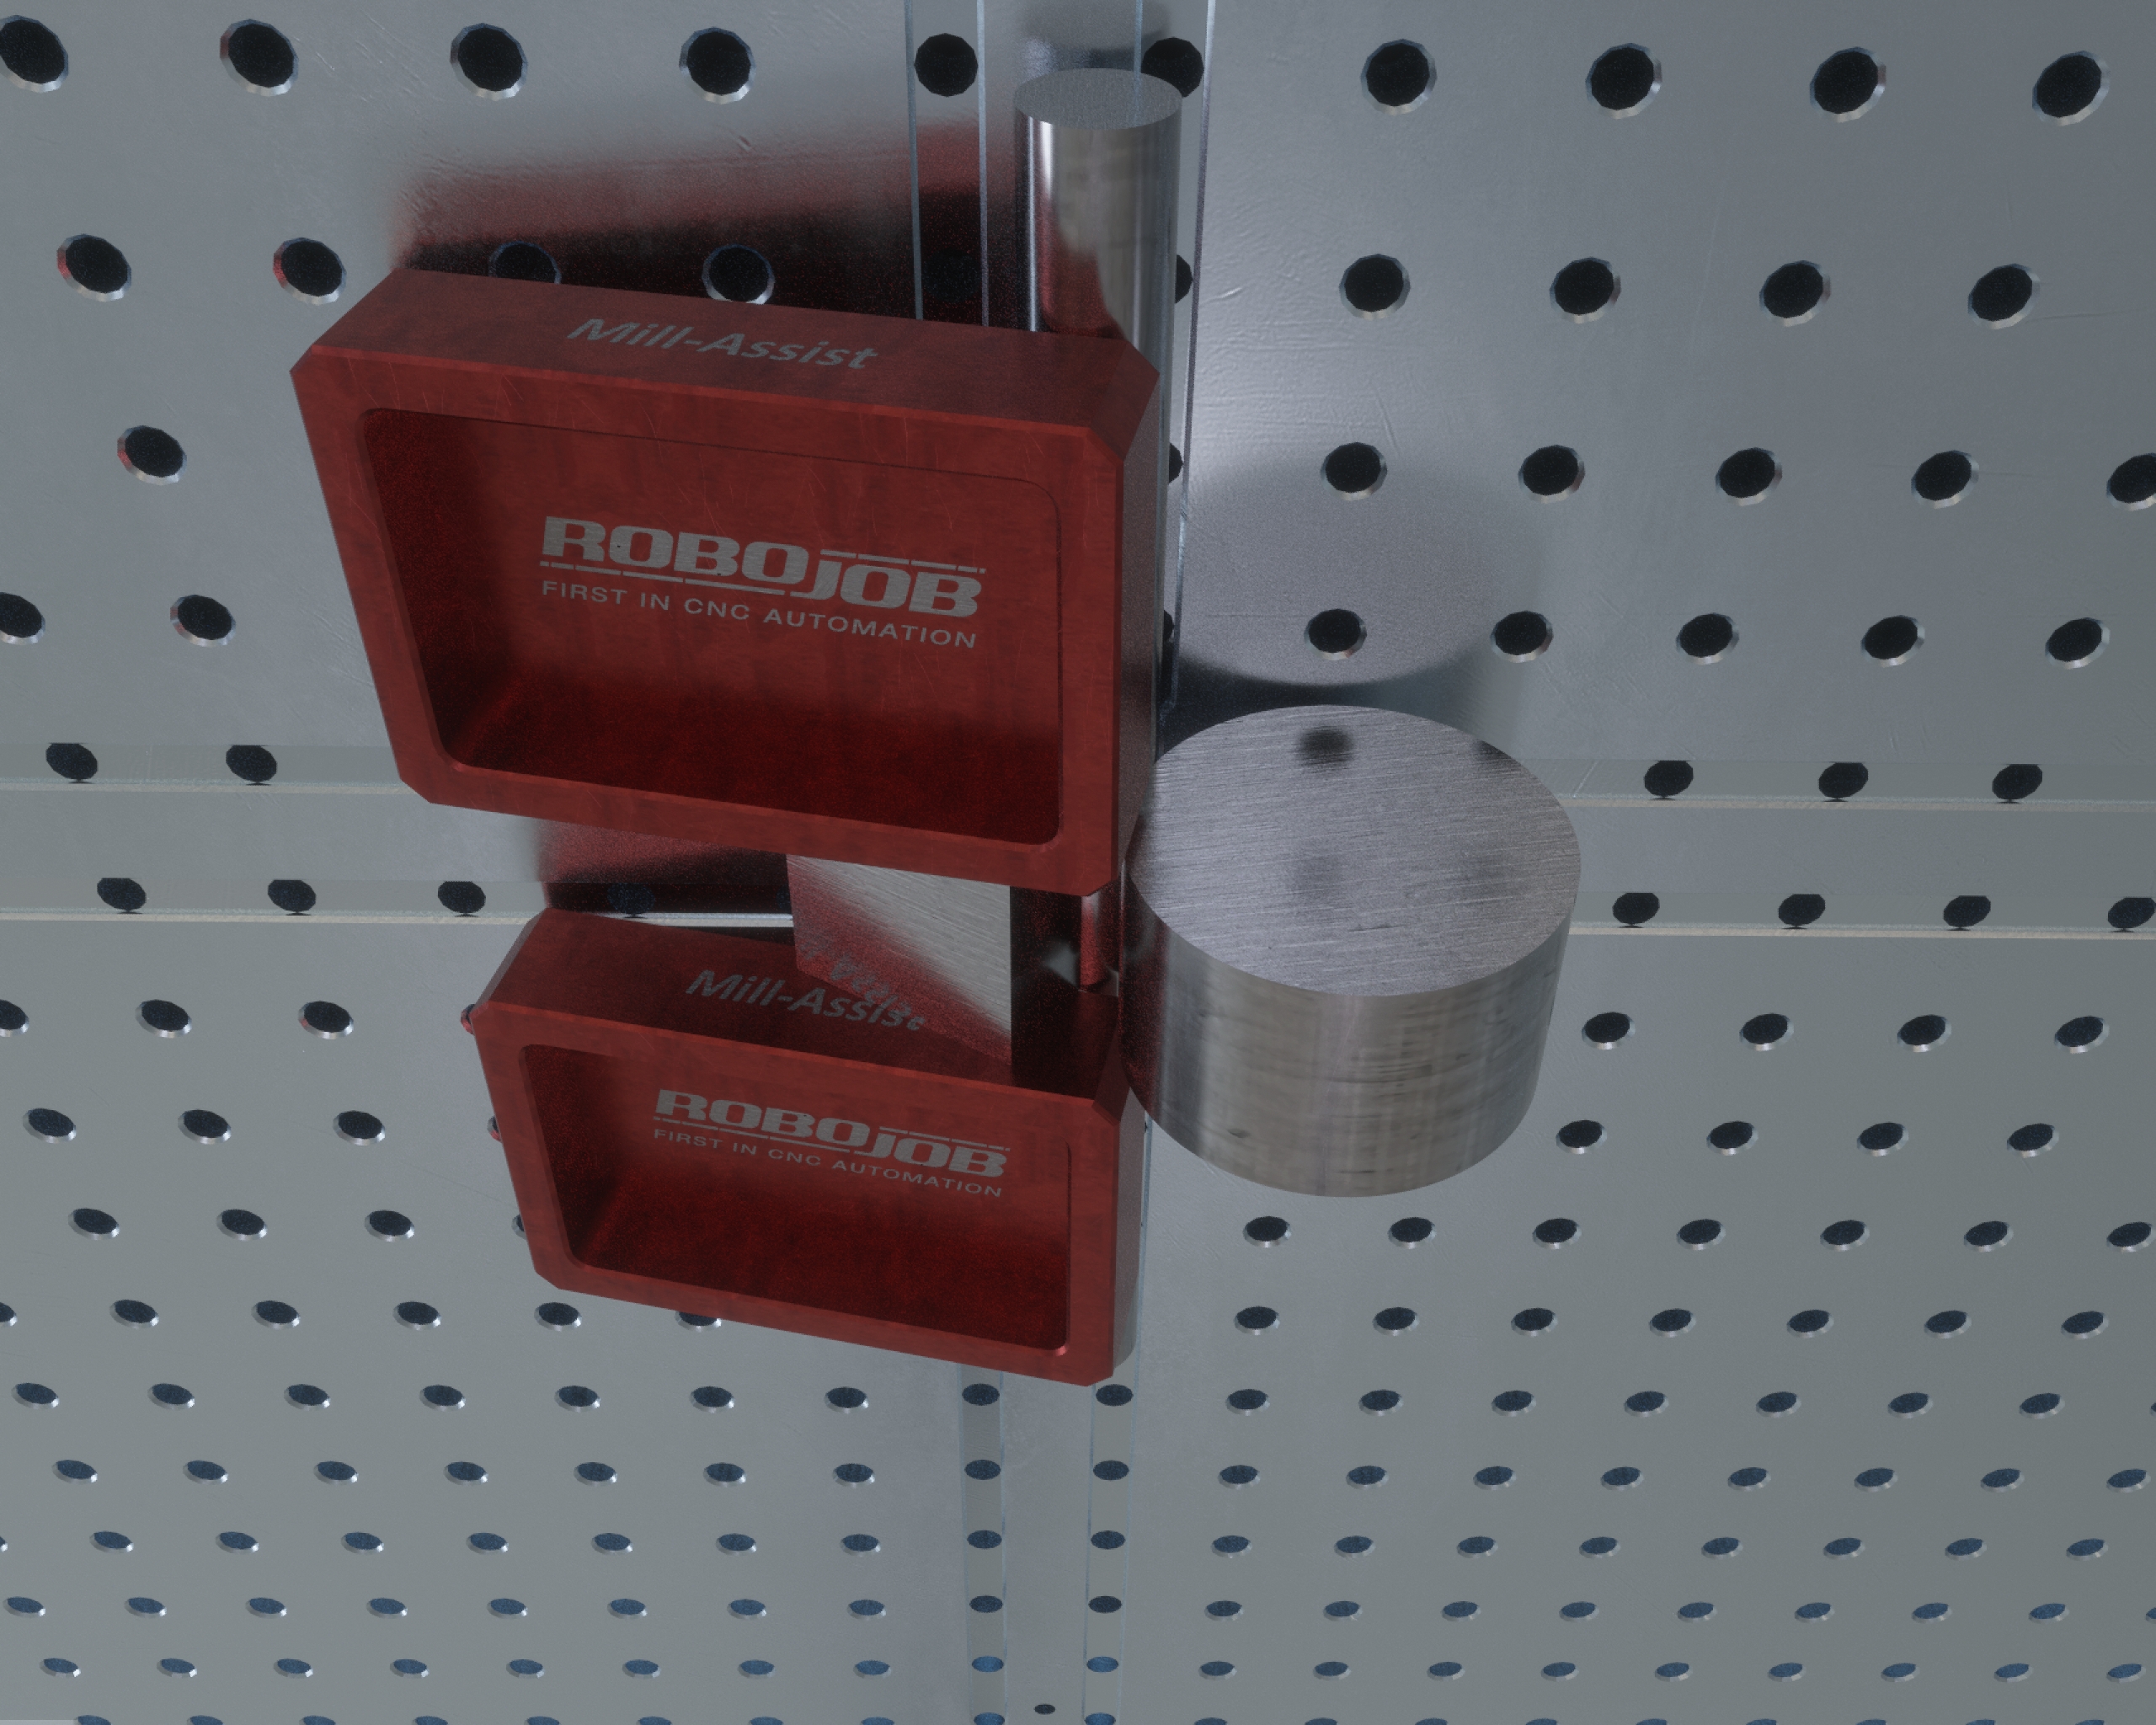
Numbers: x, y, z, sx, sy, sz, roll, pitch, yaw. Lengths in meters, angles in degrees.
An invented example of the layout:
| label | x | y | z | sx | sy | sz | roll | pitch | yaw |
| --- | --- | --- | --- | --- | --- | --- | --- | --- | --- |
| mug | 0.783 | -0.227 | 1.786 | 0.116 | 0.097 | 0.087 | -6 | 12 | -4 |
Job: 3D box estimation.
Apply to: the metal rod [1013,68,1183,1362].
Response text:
| label | x | y | z | sx | sy | sz | roll | pitch | yaw |
| --- | --- | --- | --- | --- | --- | --- | --- | --- | --- |
| metal rod | 0.002 | 0.000 | 0.406 | 0.025 | 0.025 | 0.298 | 0 | 130 | 0 |

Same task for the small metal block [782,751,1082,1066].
| label | x | y | z | sx | sy | sz | roll | pitch | yaw |
| --- | --- | --- | --- | --- | --- | --- | --- | --- | --- |
| small metal block | -0.027 | 0.004 | 0.396 | 0.050 | 0.025 | 0.050 | 22 | 135 | 23 |

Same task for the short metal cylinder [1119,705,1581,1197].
| label | x | y | z | sx | sy | sz | roll | pitch | yaw |
| --- | --- | --- | --- | --- | --- | --- | --- | --- | --- |
| short metal cylinder | 0.048 | 0.015 | 0.384 | 0.081 | 0.080 | 0.050 | 0 | 130 | 0 |

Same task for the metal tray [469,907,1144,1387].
| label | x | y | z | sx | sy | sz | roll | pitch | yaw |
| --- | --- | --- | --- | --- | --- | --- | --- | --- | --- |
| metal tray | -0.053 | 0.061 | 0.437 | 0.131 | 0.030 | 0.089 | 8 | 131 | 9 |

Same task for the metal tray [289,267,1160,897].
| label | x | y | z | sx | sy | sz | roll | pitch | yaw |
| --- | --- | --- | --- | --- | --- | --- | --- | --- | --- |
| metal tray | -0.054 | -0.045 | 0.346 | 0.131 | 0.030 | 0.089 | 8 | 131 | 9 |
